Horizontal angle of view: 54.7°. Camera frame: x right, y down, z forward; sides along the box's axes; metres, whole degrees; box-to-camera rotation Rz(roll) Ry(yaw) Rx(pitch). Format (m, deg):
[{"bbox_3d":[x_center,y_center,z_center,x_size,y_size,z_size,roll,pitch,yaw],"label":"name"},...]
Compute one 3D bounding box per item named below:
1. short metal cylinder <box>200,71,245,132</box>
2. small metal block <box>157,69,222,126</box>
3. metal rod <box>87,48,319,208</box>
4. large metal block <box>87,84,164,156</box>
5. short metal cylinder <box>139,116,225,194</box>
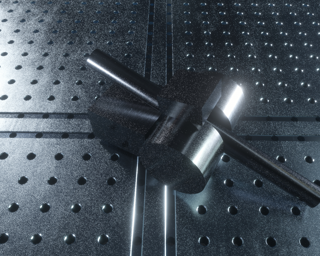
[{"bbox_3d":[0.059,-0.024,0.389,0.080,0.080,0.050,22,54,17],"label":"short metal cylinder"},{"bbox_3d":[0.032,-0.034,0.329,0.050,0.025,0.050,18,52,25],"label":"small metal block"},{"bbox_3d":[0.046,-0.004,0.355,0.301,0.025,0.025,33,56,6],"label":"metal rod"},{"bbox_3d":[-0.032,-0.018,0.398,0.080,0.050,0.080,23,54,18],"label":"large metal block"},{"bbox_3d":[0.024,0.028,0.344,0.080,0.080,0.050,24,54,18],"label":"short metal cylinder"}]
